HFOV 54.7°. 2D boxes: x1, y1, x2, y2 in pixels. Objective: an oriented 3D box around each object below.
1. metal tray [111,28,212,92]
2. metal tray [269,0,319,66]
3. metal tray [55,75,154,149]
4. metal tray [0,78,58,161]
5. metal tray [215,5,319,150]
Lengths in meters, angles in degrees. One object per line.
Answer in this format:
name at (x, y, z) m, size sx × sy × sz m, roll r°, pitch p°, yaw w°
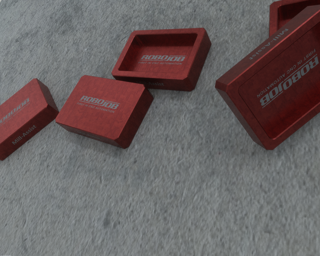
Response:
metal tray at (0.001, -0.103, 0.462) m, size 0.130 × 0.030 × 0.090 m, roll 9°, pitch 66°, yaw 31°
metal tray at (0.201, -0.122, 0.369) m, size 0.130 × 0.030 × 0.090 m, roll -3°, pitch 60°, yaw 26°
metal tray at (-0.084, -0.028, 0.460) m, size 0.130 × 0.030 × 0.090 m, roll 14°, pitch 69°, yaw 33°
metal tray at (-0.245, -0.017, 0.536) m, size 0.130 × 0.030 × 0.090 m, roll -38°, pitch 51°, yaw 1°
metal tray at (0.134, -0.051, 0.320) m, size 0.130 × 0.090 × 0.030 m, roll -39°, pitch 21°, yaw 1°
